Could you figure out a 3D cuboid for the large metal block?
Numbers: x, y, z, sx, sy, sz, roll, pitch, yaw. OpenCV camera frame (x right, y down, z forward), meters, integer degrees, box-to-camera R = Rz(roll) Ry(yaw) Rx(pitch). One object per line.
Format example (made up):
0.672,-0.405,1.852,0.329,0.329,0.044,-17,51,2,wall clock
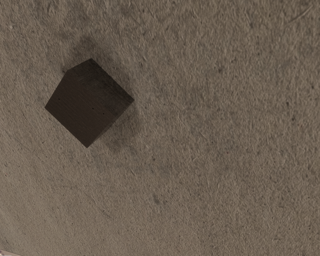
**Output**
-0.096,-0.033,0.419,0.080,0.050,0.080,45,129,-3,large metal block
